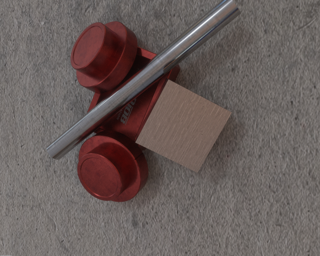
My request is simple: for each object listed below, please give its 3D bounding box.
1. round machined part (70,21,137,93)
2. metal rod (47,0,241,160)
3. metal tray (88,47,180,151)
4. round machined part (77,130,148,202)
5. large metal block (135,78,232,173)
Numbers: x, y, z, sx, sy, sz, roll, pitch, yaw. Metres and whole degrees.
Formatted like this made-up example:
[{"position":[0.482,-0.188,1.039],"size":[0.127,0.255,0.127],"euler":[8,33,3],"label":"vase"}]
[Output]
[{"position":[-0.080,-0.098,0.408],"size":[0.098,0.042,0.098],"euler":[-19,59,34],"label":"round machined part"},{"position":[-0.032,-0.053,0.390],"size":[0.300,0.025,0.025],"euler":[-37,78,16],"label":"metal rod"},{"position":[-0.040,-0.043,0.421],"size":[0.090,0.030,0.129],"euler":[26,98,18],"label":"metal tray"},{"position":[-0.068,0.056,0.407],"size":[0.098,0.042,0.097],"euler":[10,115,23],"label":"round machined part"},{"position":[0.026,-0.005,0.372],"size":[0.080,0.050,0.080],"euler":[27,99,-7],"label":"large metal block"}]
